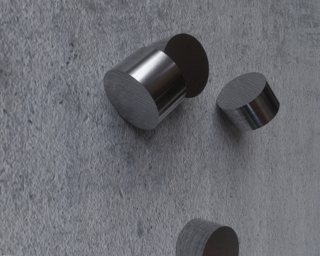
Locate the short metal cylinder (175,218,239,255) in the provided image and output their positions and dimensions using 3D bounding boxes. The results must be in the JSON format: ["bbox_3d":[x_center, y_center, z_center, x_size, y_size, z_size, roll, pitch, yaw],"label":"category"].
[{"bbox_3d":[0.069,0.176,0.446,0.081,0.050,0.080,0,90,-40],"label":"short metal cylinder"}]

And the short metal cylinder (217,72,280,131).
[{"bbox_3d":[0.137,-0.041,0.484,0.050,0.080,0.080,49,61,-29],"label":"short metal cylinder"}]

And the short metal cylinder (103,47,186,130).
[{"bbox_3d":[-0.018,-0.045,0.354,0.050,0.080,0.080,-45,117,-30],"label":"short metal cylinder"}]

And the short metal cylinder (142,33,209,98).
[{"bbox_3d":[0.018,-0.077,0.403,0.081,0.050,0.080,0,90,-40],"label":"short metal cylinder"}]
